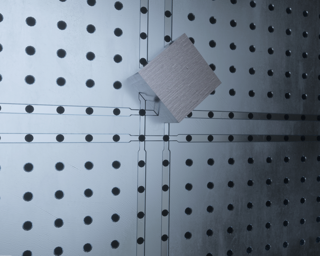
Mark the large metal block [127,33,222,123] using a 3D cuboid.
[{"bbox_3d":[0.019,-0.063,0.407,0.080,0.050,0.080,-43,104,-15],"label":"large metal block"}]
